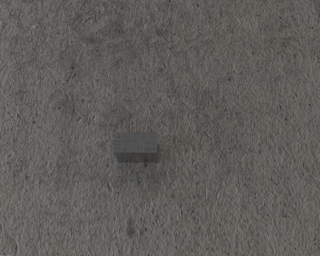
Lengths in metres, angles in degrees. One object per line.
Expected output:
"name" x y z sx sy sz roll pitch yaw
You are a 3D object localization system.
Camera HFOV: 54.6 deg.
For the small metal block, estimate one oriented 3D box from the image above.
"small metal block" -0.028 0.025 0.386 0.050 0.050 0.025 0 70 0
